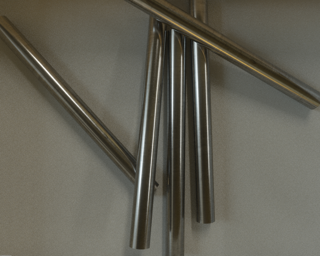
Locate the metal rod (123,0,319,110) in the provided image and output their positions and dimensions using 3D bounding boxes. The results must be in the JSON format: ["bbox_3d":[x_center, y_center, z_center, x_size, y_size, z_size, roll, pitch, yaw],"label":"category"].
[{"bbox_3d":[0.077,-0.104,0.390,0.301,0.025,0.025,27,90,-9],"label":"metal rod"}]

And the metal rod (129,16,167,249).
[{"bbox_3d":[-0.013,-0.004,0.394,0.025,0.025,0.298,5,83,-1],"label":"metal rod"}]

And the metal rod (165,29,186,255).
[{"bbox_3d":[0.021,0.021,0.411,0.025,0.025,0.298,1,90,-1],"label":"metal rod"}]

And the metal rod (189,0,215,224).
[{"bbox_3d":[0.055,-0.026,0.412,0.025,0.025,0.298,-2,90,-1],"label":"metal rod"}]

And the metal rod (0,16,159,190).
[{"bbox_3d":[-0.111,-0.028,0.409,0.025,0.025,0.300,-42,91,0],"label":"metal rod"}]
